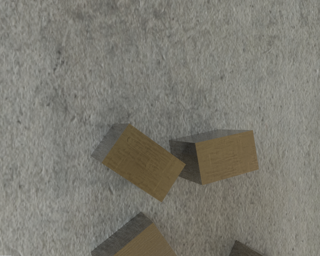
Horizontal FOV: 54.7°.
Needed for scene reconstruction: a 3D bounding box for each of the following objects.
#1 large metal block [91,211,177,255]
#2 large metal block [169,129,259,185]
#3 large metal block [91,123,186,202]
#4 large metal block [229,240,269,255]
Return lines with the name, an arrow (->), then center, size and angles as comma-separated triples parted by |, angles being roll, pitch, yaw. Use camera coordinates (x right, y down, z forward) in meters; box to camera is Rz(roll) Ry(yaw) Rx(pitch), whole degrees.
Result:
large metal block -> -0.026, 0.167, 0.387 | 0.080, 0.050, 0.080 | -36, 102, -17
large metal block -> 0.068, 0.034, 0.406 | 0.081, 0.080, 0.050 | -11, 94, -20
large metal block -> -0.029, 0.038, 0.370 | 0.080, 0.080, 0.050 | 37, 78, -17
large metal block -> 0.150, 0.210, 0.437 | 0.080, 0.080, 0.050 | 30, 80, -18
